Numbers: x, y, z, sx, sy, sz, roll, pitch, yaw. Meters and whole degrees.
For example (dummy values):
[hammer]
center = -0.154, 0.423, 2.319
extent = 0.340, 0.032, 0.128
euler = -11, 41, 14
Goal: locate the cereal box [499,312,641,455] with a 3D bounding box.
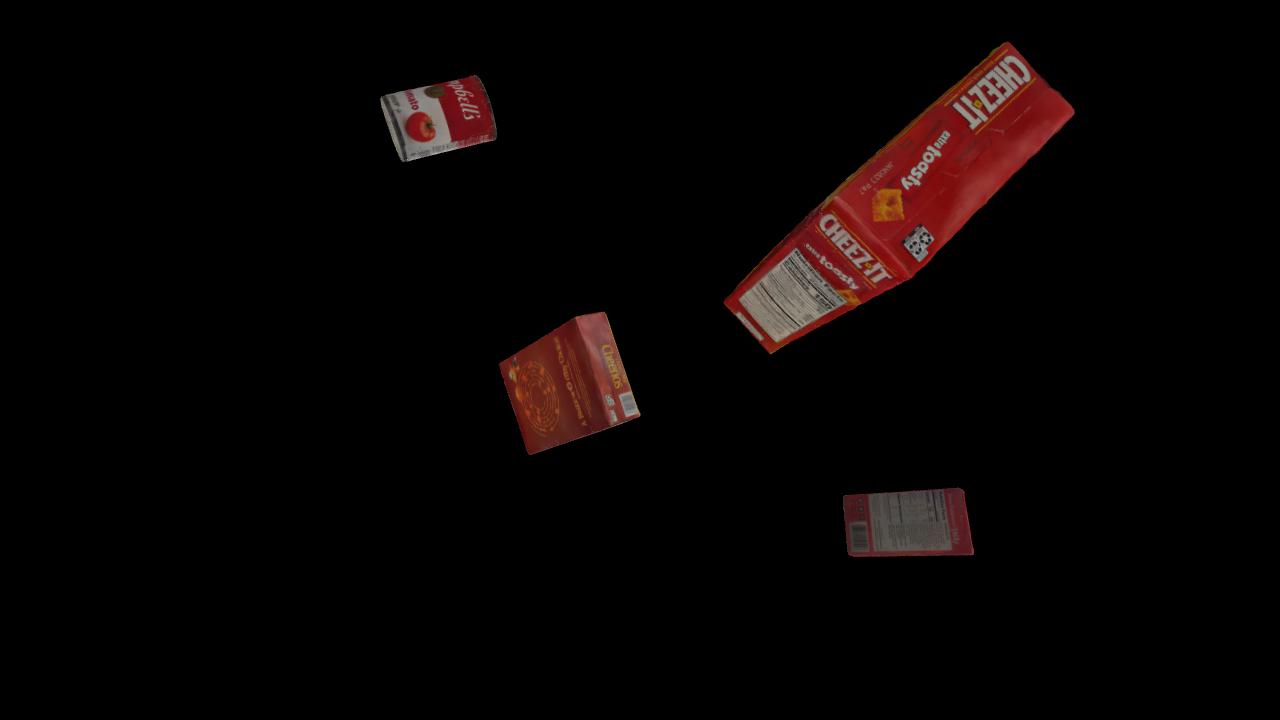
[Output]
[cereal box]
center = -0.146, 0.053, 1.175
extent = 0.081, 0.203, 0.306
euler = -15, -7, -41

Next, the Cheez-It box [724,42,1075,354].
[Cheez-It box]
center = 0.167, -0.099, 0.456
extent = 0.166, 0.071, 0.223
euler = -43, -1, -13

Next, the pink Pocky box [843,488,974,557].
[pink Pocky box]
center = 0.359, 0.221, 0.831
extent = 0.155, 0.084, 0.029
euler = -12, -28, 29

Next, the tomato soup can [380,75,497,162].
[tomato soup can]
center = -0.211, -0.253, 0.646
extent = 0.101, 0.068, 0.068
euler = -21, 7, -17
